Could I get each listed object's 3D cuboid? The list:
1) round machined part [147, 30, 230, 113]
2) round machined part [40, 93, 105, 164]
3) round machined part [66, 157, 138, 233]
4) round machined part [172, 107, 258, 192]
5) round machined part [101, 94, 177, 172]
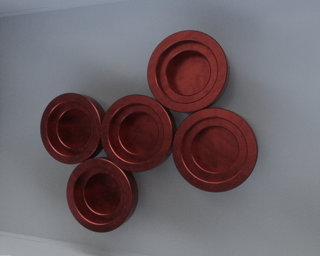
[{"bbox_3d":[0.037,-0.067,0.386,0.098,0.042,0.097,0,90,20],"label":"round machined part"},{"bbox_3d":[-0.116,0.001,0.440,0.098,0.042,0.097,0,90,20],"label":"round machined part"},{"bbox_3d":[-0.074,0.088,0.424,0.098,0.042,0.097,0,90,20],"label":"round machined part"},{"bbox_3d":[0.068,0.025,0.375,0.098,0.042,0.097,0,90,20],"label":"round machined part"},{"bbox_3d":[-0.024,0.007,0.406,0.098,0.042,0.097,0,90,20],"label":"round machined part"}]
